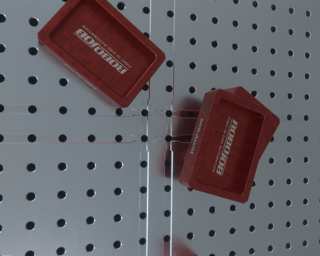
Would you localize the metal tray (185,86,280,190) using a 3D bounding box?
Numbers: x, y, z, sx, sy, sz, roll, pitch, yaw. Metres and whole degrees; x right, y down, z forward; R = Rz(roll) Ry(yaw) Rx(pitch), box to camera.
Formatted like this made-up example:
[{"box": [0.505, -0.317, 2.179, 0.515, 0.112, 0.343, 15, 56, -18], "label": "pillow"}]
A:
[{"box": [0.107, 0.017, 0.449, 0.090, 0.030, 0.130, 36, 78, -17], "label": "metal tray"}]

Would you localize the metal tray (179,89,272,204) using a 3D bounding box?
[{"box": [0.087, 0.024, 0.409, 0.091, 0.030, 0.130, 20, 84, -19], "label": "metal tray"}]

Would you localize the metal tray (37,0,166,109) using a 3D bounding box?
[{"box": [-0.069, -0.097, 0.383, 0.130, 0.030, 0.090, 40, 77, -16], "label": "metal tray"}]
